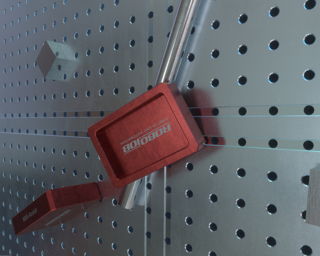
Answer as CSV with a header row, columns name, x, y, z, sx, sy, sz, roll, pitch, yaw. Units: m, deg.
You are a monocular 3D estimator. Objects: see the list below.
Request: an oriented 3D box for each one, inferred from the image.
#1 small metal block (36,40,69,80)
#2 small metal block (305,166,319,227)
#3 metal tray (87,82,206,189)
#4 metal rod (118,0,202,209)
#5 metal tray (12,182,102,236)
name,x,y,z,sx,sy,sz,roll,pitch,yaw
small metal block,-0.202,-0.126,0.576,0.050,0.025,0.050,-50,61,28
small metal block,0.162,0.064,0.276,0.050,0.025,0.050,6,94,40
metal tray,-0.020,0.011,0.393,0.130,0.030,0.090,-29,85,24
metal rod,-0.004,-0.027,0.412,0.025,0.025,0.298,29,108,36
metal tray,-0.170,0.132,0.507,0.130,0.091,0.030,-36,68,34
